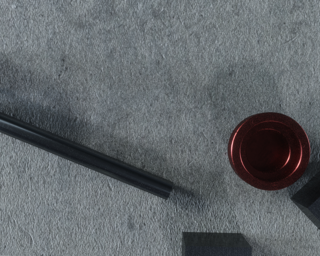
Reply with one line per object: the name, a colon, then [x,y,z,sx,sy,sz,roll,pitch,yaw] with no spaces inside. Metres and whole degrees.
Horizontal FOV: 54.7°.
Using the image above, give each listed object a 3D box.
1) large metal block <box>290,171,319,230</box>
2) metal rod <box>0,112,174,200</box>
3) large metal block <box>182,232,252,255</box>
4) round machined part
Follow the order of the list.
large metal block: [0.236,0.099,0.401,0.080,0.050,0.080,-43,91,0]
metal rod: [-0.126,0.026,0.408,0.301,0.025,0.025,22,90,-1]
large metal block: [0.070,0.183,0.399,0.081,0.050,0.079,2,90,-1]
round machined part: [0.137,0.029,0.403,0.099,0.042,0.097,0,90,-1]
